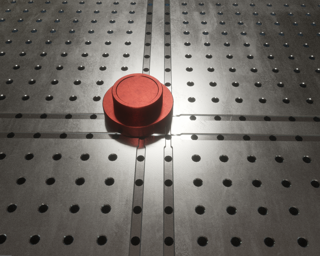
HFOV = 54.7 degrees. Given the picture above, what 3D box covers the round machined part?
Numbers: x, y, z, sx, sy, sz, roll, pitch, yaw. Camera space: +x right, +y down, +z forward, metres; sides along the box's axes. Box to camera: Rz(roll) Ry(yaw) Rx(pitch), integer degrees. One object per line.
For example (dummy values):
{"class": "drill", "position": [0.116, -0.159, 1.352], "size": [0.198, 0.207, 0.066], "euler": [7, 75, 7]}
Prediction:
{"class": "round machined part", "position": [-0.030, -0.038, 0.428], "size": [0.099, 0.042, 0.098], "euler": [0, 50, 0]}
